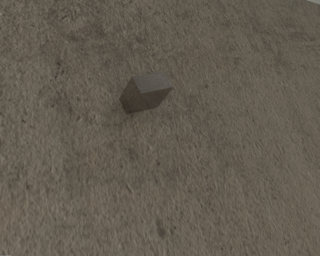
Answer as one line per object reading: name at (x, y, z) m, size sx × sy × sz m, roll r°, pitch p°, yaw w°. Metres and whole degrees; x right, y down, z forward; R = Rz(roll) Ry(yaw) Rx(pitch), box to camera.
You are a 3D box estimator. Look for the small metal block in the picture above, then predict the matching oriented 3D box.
small metal block at (-0.019, -0.046, 0.405) m, size 0.050 × 0.050 × 0.025 m, roll -16°, pitch 70°, yaw -34°
